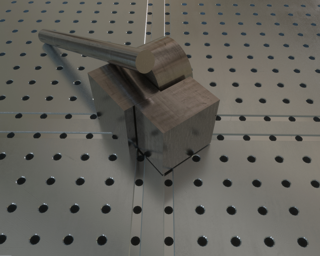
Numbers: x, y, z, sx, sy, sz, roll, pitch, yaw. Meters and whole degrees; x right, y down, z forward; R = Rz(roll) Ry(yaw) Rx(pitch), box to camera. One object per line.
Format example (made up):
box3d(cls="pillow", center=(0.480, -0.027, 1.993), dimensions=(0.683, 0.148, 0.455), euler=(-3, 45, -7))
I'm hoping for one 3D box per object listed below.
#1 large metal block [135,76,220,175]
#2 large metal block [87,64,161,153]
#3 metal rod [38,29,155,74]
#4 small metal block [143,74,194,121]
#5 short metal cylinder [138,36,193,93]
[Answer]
box3d(cls="large metal block", center=(0.020, -0.003, 0.372), dimensions=(0.081, 0.080, 0.050), euler=(-31, 57, -23))
box3d(cls="large metal block", center=(-0.044, -0.029, 0.397), dimensions=(0.050, 0.080, 0.080), euler=(-31, 57, -23))
box3d(cls="metal rod", center=(-0.108, -0.116, 0.436), dimensions=(0.025, 0.025, 0.300), euler=(-34, 37, -25))
box3d(cls="small metal block", center=(0.012, -0.045, 0.446), dimensions=(0.050, 0.025, 0.050), euler=(-34, 58, -26))
box3d(cls="short metal cylinder", center=(-0.003, -0.071, 0.398), dimensions=(0.050, 0.080, 0.080), euler=(-30, 56, -23))
